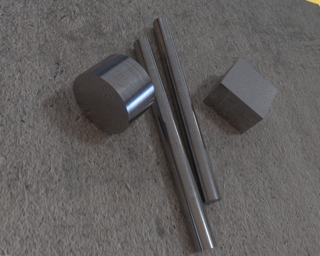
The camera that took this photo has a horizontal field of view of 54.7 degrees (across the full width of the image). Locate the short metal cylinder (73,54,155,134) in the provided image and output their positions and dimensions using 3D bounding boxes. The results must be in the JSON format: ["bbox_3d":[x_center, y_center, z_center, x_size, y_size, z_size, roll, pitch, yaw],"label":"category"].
[{"bbox_3d":[-0.054,-0.040,0.364,0.080,0.080,0.050,43,51,1],"label":"short metal cylinder"}]

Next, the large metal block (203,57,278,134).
[{"bbox_3d":[0.127,-0.051,0.487,0.080,0.050,0.080,40,51,-1],"label":"large metal block"}]

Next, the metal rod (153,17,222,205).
[{"bbox_3d":[0.032,-0.041,0.445,0.025,0.025,0.299,1,61,-28],"label":"metal rod"}]

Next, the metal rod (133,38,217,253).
[{"bbox_3d":[0.012,0.005,0.406,0.025,0.025,0.299,-3,63,-30],"label":"metal rod"}]
